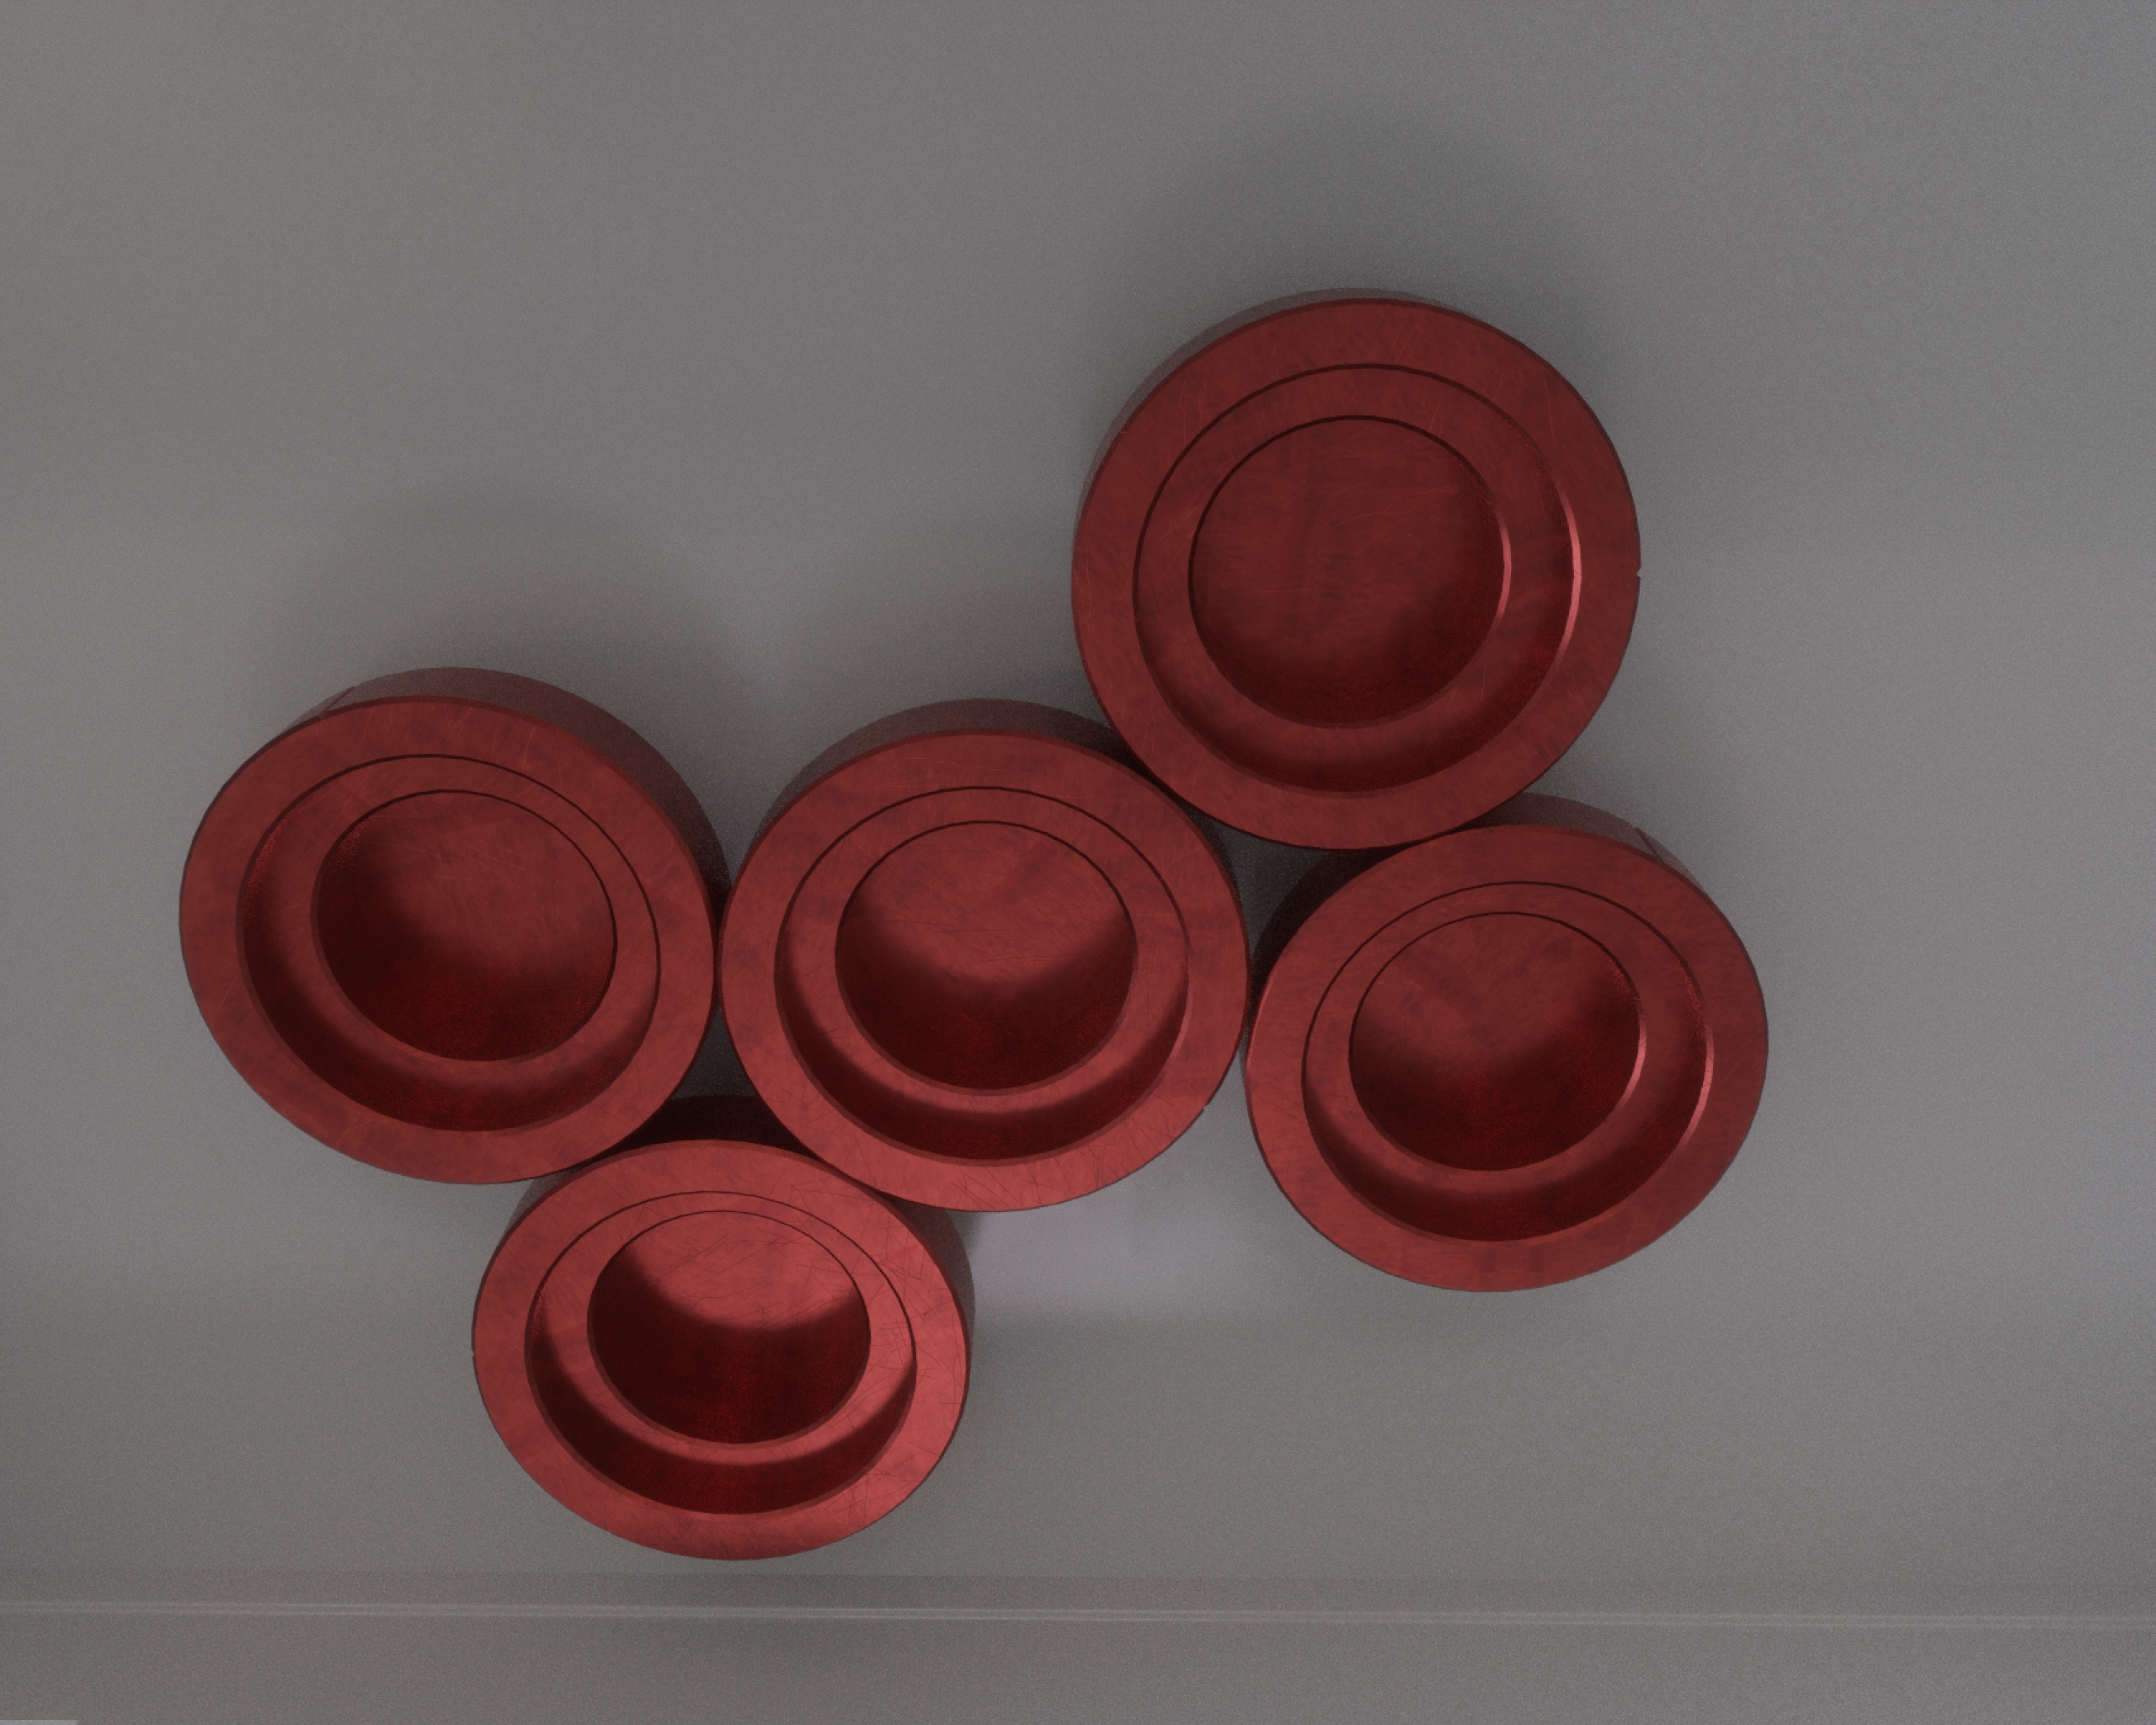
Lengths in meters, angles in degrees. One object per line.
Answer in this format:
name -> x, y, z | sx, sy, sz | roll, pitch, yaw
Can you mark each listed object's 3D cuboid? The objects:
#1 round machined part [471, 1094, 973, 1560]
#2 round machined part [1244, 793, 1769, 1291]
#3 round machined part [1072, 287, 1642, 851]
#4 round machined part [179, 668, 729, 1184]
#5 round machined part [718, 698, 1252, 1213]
round machined part -> -0.071, 0.091, 0.432 | 0.099, 0.042, 0.097 | 0, 110, 0
round machined part -> 0.081, 0.032, 0.412 | 0.099, 0.042, 0.097 | 0, 110, 0
round machined part -> 0.048, -0.055, 0.380 | 0.099, 0.042, 0.097 | 0, 110, 0
round machined part -> -0.115, 0.009, 0.402 | 0.099, 0.042, 0.097 | 0, 110, 0
round machined part -> -0.017, 0.015, 0.404 | 0.099, 0.042, 0.097 | 0, 110, 0
